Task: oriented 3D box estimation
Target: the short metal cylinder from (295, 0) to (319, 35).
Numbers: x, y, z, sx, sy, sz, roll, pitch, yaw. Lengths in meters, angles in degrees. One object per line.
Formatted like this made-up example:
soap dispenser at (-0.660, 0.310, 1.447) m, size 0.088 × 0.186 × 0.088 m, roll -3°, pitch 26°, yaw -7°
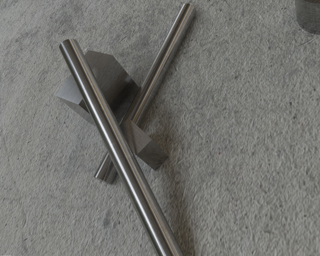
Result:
short metal cylinder at (0.208, -0.162, 0.378) m, size 0.080 × 0.050 × 0.080 m, roll -13°, pitch 56°, yaw 20°

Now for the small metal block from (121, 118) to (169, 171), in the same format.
small metal block at (-0.022, 0.021, 0.385) m, size 0.025 × 0.050 × 0.050 m, roll -46°, pitch 51°, yaw -4°

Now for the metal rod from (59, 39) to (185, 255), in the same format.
metal rod at (-0.050, 0.018, 0.354) m, size 0.025 × 0.025 × 0.299 m, roll -31°, pitch 72°, yaw 8°

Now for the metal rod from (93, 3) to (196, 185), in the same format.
metal rod at (-0.014, -0.060, 0.446) m, size 0.025 × 0.025 × 0.300 m, roll 13°, pitch 68°, yaw 33°

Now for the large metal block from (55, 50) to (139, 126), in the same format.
large metal block at (-0.085, -0.051, 0.442) m, size 0.050 × 0.080 × 0.080 m, roll 20°, pitch 72°, yaw 35°
